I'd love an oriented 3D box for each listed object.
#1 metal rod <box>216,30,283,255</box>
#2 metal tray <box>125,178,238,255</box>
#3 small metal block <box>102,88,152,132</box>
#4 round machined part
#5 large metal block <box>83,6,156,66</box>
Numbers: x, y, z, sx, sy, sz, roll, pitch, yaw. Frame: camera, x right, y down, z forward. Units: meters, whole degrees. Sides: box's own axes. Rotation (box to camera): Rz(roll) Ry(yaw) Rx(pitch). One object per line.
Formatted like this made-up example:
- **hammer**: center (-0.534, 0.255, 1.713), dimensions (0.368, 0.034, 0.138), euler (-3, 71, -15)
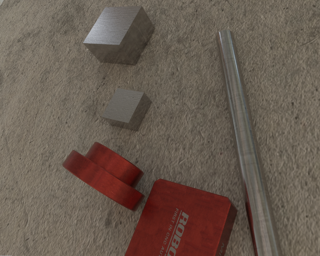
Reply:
- **metal rod**: center (0.095, -0.001, 0.354), dimensions (0.025, 0.025, 0.299), euler (-15, 56, 20)
- **metal tray**: center (0.015, 0.125, 0.316), dimensions (0.090, 0.030, 0.130), euler (10, 67, 32)
- **small metal block**: center (-0.047, -0.027, 0.445), dimensions (0.050, 0.025, 0.050), euler (13, 68, 33)
- **round machined part**: center (-0.058, 0.051, 0.356), dimensions (0.098, 0.098, 0.042), euler (24, 75, 36)
- **large metal block**: center (-0.067, -0.155, 0.518), dimensions (0.080, 0.050, 0.080), euler (13, 68, 33)
